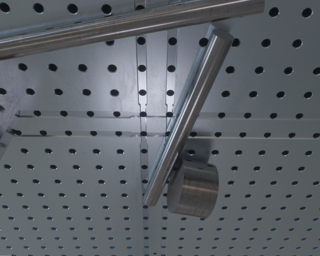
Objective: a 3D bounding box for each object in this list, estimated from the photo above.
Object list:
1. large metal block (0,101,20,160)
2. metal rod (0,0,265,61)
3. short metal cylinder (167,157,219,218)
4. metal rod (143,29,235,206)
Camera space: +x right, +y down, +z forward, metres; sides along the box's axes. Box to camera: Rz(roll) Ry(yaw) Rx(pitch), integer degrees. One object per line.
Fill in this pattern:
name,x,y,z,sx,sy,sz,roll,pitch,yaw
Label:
large metal block,-0.229,0.003,0.376,0.081,0.080,0.050,18,128,-15
metal rod,-0.048,-0.104,0.322,0.301,0.025,0.025,-8,130,6
short metal cylinder,0.046,0.087,0.450,0.050,0.080,0.079,12,129,-10
metal rod,0.025,0.010,0.420,0.025,0.025,0.298,12,129,-11
